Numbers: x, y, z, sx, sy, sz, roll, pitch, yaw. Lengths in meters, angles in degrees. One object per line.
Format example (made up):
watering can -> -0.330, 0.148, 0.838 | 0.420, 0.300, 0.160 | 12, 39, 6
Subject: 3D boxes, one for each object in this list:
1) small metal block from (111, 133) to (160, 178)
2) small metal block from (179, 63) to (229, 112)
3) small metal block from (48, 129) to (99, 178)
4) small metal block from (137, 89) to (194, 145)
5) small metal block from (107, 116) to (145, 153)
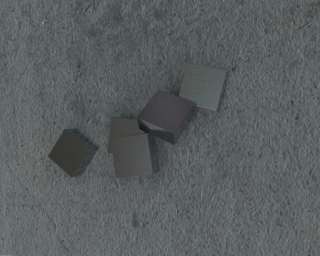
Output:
small metal block -> -0.031, 0.035, 0.394 | 0.050, 0.025, 0.050 | -9, 88, 19
small metal block -> 0.055, -0.051, 0.390 | 0.050, 0.025, 0.050 | 15, 95, 19
small metal block -> -0.127, 0.036, 0.454 | 0.050, 0.025, 0.050 | 37, 102, 16
small metal block -> 0.008, -0.014, 0.378 | 0.050, 0.025, 0.050 | 24, 60, 21
small metal block -> -0.041, 0.012, 0.423 | 0.050, 0.025, 0.050 | 8, 93, 20
